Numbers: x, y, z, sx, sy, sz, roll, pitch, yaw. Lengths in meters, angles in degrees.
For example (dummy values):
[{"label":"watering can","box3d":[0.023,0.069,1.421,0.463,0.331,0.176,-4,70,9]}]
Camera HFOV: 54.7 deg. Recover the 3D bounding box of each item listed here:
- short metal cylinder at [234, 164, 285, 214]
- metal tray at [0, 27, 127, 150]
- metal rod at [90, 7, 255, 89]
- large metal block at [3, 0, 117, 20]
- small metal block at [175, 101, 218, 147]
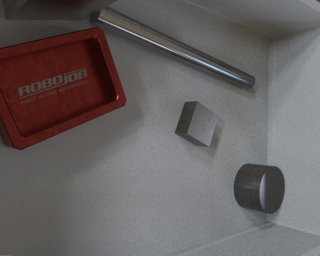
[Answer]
[{"label":"short metal cylinder","box3d":[0.174,0.104,0.540,0.081,0.050,0.079,0,90,-40]},{"label":"metal tray","box3d":[-0.105,-0.044,0.316,0.131,0.030,0.089,-28,108,-37]},{"label":"metal rod","box3d":[0.041,-0.104,0.443,0.302,0.025,0.025,12,82,-40]},{"label":"large metal block","box3d":[-0.096,-0.137,0.291,0.081,0.080,0.050,-16,101,-39]},{"label":"small metal block","box3d":[0.054,-0.005,0.455,0.050,0.025,0.050,30,71,-36]}]
